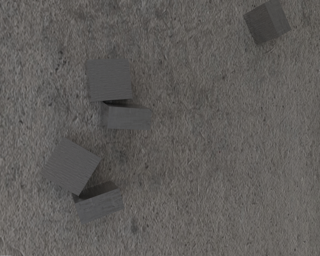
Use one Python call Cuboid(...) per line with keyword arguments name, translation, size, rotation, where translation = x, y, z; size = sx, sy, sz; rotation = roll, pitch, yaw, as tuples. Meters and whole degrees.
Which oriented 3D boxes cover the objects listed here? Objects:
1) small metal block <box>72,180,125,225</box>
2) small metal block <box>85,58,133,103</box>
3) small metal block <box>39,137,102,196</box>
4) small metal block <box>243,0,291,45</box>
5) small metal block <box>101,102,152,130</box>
Cuboid(name="small metal block", translation=(-0.075, 0.087, 0.368), size=(0.050, 0.050, 0.025), rotation=(-17, 96, -19))
Cuboid(name="small metal block", translation=(-0.064, -0.059, 0.385), size=(0.050, 0.025, 0.050), rotation=(-6, 92, -20))
Cuboid(name="small metal block", translation=(-0.105, 0.045, 0.368), size=(0.050, 0.025, 0.050), rotation=(32, 79, -11))
Cuboid(name="small metal block", translation=(0.155, -0.155, 0.453), size=(0.025, 0.050, 0.050), rotation=(-31, 100, -17))
Cuboid(name="small metal block", translation=(-0.043, -0.015, 0.378), size=(0.050, 0.050, 0.025), rotation=(3, 100, -20))
